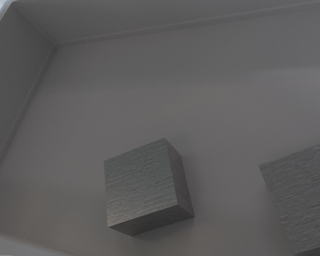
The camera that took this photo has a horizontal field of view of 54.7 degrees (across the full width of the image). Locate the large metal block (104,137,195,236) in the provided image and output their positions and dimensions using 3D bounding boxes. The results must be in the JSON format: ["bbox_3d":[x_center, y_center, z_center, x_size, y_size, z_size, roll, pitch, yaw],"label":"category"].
[{"bbox_3d":[-0.014,0.069,0.355,0.080,0.050,0.080,-22,54,15],"label":"large metal block"}]

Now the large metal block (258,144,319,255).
[{"bbox_3d":[0.145,0.063,0.275,0.080,0.050,0.080,-23,53,14],"label":"large metal block"}]
